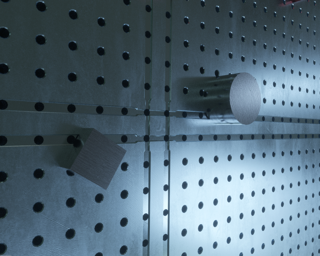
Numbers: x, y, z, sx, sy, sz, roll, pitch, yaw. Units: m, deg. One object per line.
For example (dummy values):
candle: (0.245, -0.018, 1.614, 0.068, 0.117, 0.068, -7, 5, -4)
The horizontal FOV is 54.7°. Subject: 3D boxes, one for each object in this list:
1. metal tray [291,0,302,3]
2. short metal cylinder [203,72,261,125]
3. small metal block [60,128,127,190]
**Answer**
metal tray: (0.322, -0.331, 0.675, 0.131, 0.030, 0.089, -28, 108, -36)
short metal cylinder: (0.115, -0.045, 0.489, 0.081, 0.050, 0.080, 0, 90, -40)
small metal block: (-0.073, 0.034, 0.348, 0.050, 0.025, 0.050, 40, 66, -33)
